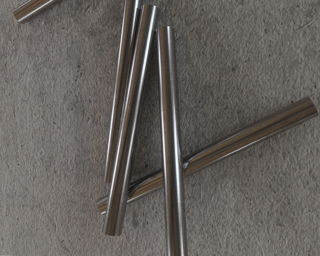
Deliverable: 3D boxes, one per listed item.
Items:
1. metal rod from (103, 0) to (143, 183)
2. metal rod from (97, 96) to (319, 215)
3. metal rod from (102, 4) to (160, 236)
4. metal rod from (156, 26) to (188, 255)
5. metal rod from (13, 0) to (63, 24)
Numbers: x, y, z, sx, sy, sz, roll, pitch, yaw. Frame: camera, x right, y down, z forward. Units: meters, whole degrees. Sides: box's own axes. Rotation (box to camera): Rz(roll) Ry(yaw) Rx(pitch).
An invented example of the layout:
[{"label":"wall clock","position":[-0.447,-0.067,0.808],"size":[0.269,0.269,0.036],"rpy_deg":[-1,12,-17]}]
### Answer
[{"label":"metal rod","position":[-0.049,-0.073,0.426],"size":[0.025,0.025,0.298],"rpy_deg":[8,93,20]},{"label":"metal rod","position":[0.046,0.043,0.392],"size":[0.300,0.025,0.025],"rpy_deg":[-28,81,17]},{"label":"metal rod","position":[-0.037,-0.012,0.405],"size":[0.025,0.025,0.298],"rpy_deg":[8,87,20]},{"label":"metal rod","position":[0.014,0.019,0.381],"size":[0.025,0.025,0.298],"rpy_deg":[-6,79,20]},{"label":"metal rod","position":[-0.089,-0.229,0.440],"size":[0.300,0.025,0.025],"rpy_deg":[-22,83,18]}]
